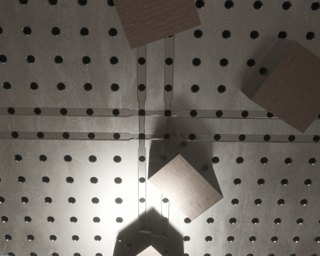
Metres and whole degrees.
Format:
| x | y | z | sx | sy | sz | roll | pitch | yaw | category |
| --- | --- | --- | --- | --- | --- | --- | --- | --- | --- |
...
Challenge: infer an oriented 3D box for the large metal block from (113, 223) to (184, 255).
| x | y | z | sx | sy | sz | roll | pitch | yaw | category |
| --- | --- | --- | --- | --- | --- | --- | --- | --- | --- |
| -0.017 | 0.209 | 0.477 | 0.080 | 0.050 | 0.080 | -39 | 106 | 12 | large metal block |

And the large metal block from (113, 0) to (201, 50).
| x | y | z | sx | sy | sz | roll | pitch | yaw | category |
| --- | --- | --- | --- | --- | --- | --- | --- | --- | --- |
| -0.007 | -0.143 | 0.347 | 0.080 | 0.050 | 0.080 | -18 | 109 | 6 | large metal block |

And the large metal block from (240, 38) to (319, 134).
| x | y | z | sx | sy | sz | roll | pitch | yaw | category |
| --- | --- | --- | --- | --- | --- | --- | --- | --- | --- |
| 0.162 | -0.053 | 0.383 | 0.080 | 0.050 | 0.080 | 30 | 107 | -11 | large metal block |

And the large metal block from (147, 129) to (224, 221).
| x | y | z | sx | sy | sz | roll | pitch | yaw | category |
| --- | --- | --- | --- | --- | --- | --- | --- | --- | --- |
| 0.031 | 0.059 | 0.406 | 0.050 | 0.080 | 0.080 | -41 | 105 | 13 | large metal block |
